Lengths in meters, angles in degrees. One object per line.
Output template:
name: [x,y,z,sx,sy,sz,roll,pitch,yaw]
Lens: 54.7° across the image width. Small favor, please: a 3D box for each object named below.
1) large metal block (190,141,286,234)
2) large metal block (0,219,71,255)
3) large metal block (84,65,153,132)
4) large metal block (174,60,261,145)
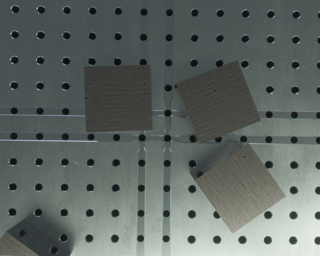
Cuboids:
large metal block: [0.098,0.074,0.402,0.080,0.050,0.080,-35,90,0]
large metal block: [-0.178,0.180,0.399,0.080,0.050,0.080,37,90,-1]
large metal block: [-0.051,-0.036,0.400,0.081,0.050,0.079,-2,90,-1]
large metal block: [0.071,-0.032,0.402,0.080,0.050,0.080,-21,90,-1]
